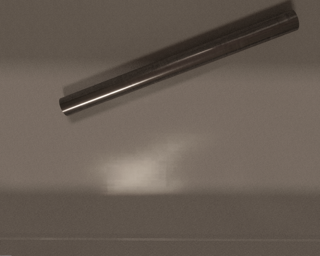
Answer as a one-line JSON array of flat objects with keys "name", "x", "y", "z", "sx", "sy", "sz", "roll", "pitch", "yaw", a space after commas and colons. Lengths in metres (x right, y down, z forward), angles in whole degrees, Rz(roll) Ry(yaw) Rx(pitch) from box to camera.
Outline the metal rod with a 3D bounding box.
[{"name": "metal rod", "x": 0.018, "y": -0.077, "z": 0.383, "sx": 0.301, "sy": 0.025, "sz": 0.025, "roll": -20, "pitch": 109, "yaw": 6}]
